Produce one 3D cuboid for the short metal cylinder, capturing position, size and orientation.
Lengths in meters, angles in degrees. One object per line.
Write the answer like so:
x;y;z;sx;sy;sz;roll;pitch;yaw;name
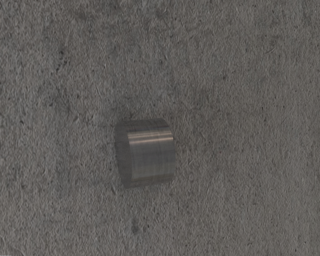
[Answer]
-0.020;0.030;0.372;0.050;0.080;0.080;-5;92;-20;short metal cylinder
